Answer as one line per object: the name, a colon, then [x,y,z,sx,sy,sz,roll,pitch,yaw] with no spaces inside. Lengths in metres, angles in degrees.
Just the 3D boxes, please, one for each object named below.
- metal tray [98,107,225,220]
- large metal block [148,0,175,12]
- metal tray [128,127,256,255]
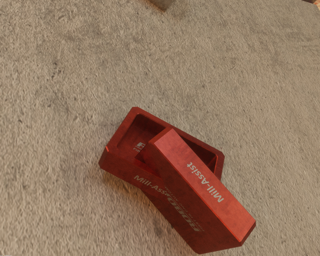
metal tray: [0.007,0.037,0.361,0.130,0.030,0.090,28,39,-2]
large metal block: [0.001,-0.267,0.553,0.080,0.050,0.080,34,51,-7]
metal tray: [0.026,0.071,0.332,0.130,0.090,0.030,48,55,5]
